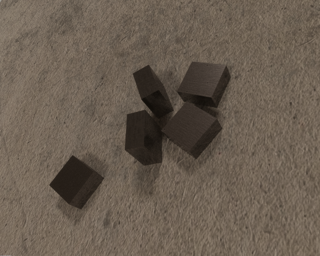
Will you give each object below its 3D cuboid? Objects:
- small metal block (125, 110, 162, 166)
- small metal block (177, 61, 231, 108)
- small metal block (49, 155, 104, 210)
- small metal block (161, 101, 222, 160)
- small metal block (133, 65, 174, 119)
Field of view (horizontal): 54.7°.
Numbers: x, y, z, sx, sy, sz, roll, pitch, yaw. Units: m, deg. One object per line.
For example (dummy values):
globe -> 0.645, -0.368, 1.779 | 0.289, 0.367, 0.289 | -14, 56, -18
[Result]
small metal block -> -0.019, 0.013, 0.389 | 0.025, 0.050, 0.050 | -13, 56, 21
small metal block -> 0.058, -0.058, 0.408 | 0.050, 0.025, 0.050 | 15, 69, 33
small metal block -> -0.112, 0.072, 0.417 | 0.050, 0.025, 0.050 | 28, 77, 37
small metal block -> 0.039, 0.002, 0.381 | 0.050, 0.025, 0.050 | -49, 52, -7
small metal block -> -0.009, -0.049, 0.421 | 0.025, 0.050, 0.050 | -28, 53, 11
